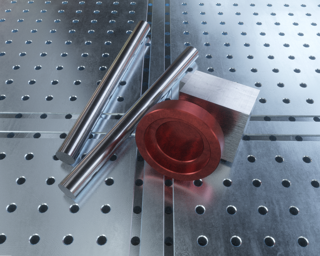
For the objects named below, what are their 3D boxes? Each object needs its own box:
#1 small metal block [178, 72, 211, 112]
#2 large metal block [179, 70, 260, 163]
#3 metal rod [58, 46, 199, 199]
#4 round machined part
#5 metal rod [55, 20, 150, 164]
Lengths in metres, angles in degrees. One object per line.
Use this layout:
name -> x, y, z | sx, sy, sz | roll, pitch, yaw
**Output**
small metal block -> 0.053, -0.042, 0.426 | 0.050, 0.050, 0.025 | 25, 48, 19
large metal block -> 0.067, -0.014, 0.381 | 0.080, 0.079, 0.050 | 21, 46, 16
metal rod -> -0.026, -0.027, 0.429 | 0.025, 0.025, 0.301 | 25, 54, 19
round machined part -> 0.025, 0.010, 0.354 | 0.098, 0.097, 0.042 | 17, 38, 13
metal rod -> -0.072, -0.074, 0.468 | 0.025, 0.025, 0.300 | 13, 51, 10
